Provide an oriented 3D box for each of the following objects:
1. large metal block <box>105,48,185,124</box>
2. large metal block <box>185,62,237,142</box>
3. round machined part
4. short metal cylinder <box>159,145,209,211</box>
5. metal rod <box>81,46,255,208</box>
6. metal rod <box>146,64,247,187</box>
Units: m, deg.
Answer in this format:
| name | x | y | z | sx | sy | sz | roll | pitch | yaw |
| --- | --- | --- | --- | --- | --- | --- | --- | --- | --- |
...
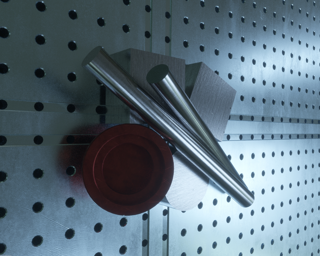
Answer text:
| name | x | y | z | sx | sy | sz | roll | pitch | yaw |
| --- | --- | --- | --- | --- | --- | --- | --- | --- | --- |
| large metal block | -0.017 | -0.044 | 0.370 | 0.081 | 0.050 | 0.079 | 1 | 90 | -40 |
| large metal block | 0.054 | -0.033 | 0.432 | 0.080 | 0.050 | 0.080 | 31 | 71 | -36 |
| round machined part | -0.037 | 0.045 | 0.348 | 0.099 | 0.042 | 0.097 | 1 | 87 | -17 |
| short metal cylinder | 0.019 | 0.062 | 0.403 | 0.081 | 0.050 | 0.079 | 0 | 90 | -40 |
| metal rod | 0.031 | 0.019 | 0.364 | 0.300 | 0.025 | 0.025 | 42 | 65 | -33 |
| metal rod | 0.067 | 0.026 | 0.412 | 0.300 | 0.025 | 0.025 | 49 | 60 | -45 |
